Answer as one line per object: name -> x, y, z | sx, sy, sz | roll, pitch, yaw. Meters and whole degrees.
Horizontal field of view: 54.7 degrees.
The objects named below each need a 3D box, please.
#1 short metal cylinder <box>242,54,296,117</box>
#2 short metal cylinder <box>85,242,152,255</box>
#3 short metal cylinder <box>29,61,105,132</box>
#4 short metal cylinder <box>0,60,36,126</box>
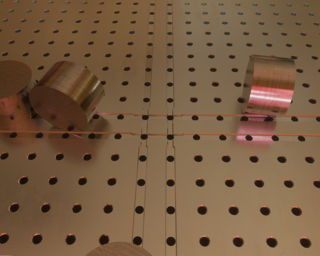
short metal cylinder -> 0.145, -0.057, 0.421 | 0.050, 0.080, 0.080 | 8, 51, 6
short metal cylinder -> -0.036, 0.147, 0.267 | 0.081, 0.050, 0.080 | 0, 50, 0
short metal cylinder -> -0.120, -0.040, 0.405 | 0.080, 0.080, 0.050 | 15, 52, 12
short metal cylinder -> -0.212, -0.049, 0.431 | 0.081, 0.050, 0.080 | 0, 50, 0
